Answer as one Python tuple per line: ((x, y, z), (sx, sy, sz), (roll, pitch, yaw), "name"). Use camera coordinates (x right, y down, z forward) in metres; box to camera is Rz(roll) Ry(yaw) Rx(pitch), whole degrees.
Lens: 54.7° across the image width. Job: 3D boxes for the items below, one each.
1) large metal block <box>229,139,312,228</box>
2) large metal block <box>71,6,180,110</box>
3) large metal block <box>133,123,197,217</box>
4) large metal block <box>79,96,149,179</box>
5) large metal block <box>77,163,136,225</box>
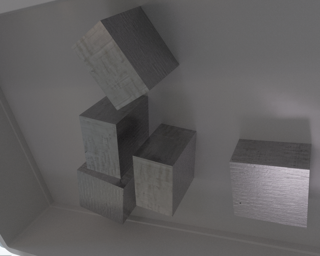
((0.130, 0.062, 0.362), (0.080, 0.050, 0.079), (3, 120, 26), "large metal block")
((-0.034, -0.079, 0.342), (0.050, 0.080, 0.080), (-27, 104, 37), "large metal block")
((0.009, 0.052, 0.401), (0.050, 0.080, 0.079), (13, 124, 21), "large metal block")
((-0.055, 0.005, 0.406), (0.050, 0.080, 0.079), (13, 124, 21), "large metal block")
((-0.081, 0.096, 0.495), (0.080, 0.050, 0.079), (18, 126, 17), "large metal block")
